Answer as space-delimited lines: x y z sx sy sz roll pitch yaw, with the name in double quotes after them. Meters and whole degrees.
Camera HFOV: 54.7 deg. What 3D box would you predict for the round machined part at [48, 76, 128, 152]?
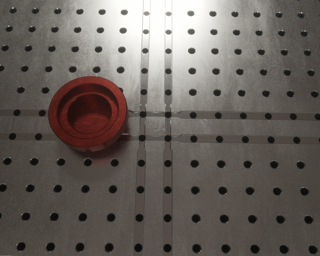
-0.090 -0.015 0.407 0.099 0.042 0.098 0 70 -1 "round machined part"
